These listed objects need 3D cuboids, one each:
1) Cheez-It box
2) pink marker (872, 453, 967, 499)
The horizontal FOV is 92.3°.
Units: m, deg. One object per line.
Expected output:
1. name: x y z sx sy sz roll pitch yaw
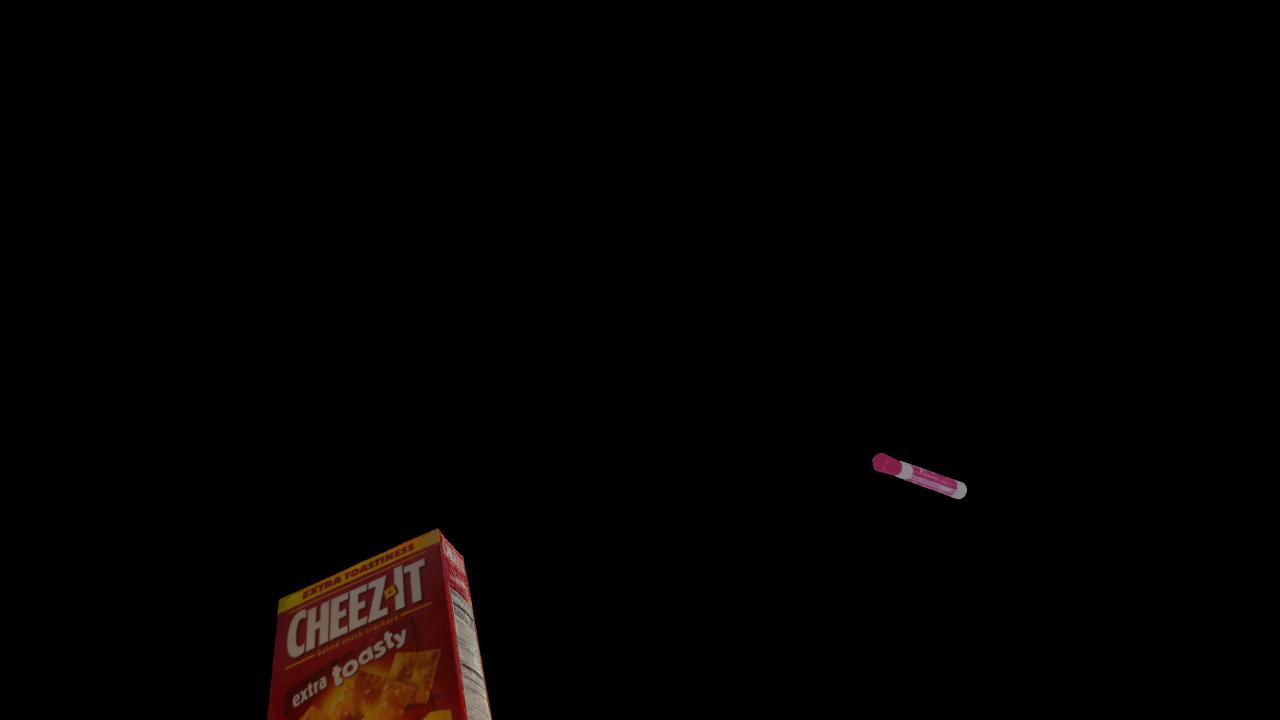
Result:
1. Cheez-It box: -0.225 0.281 0.534 0.166 0.071 0.223 -22 44 -6
2. pink marker: 0.284 0.118 0.626 0.121 0.020 0.020 20 -8 -21
